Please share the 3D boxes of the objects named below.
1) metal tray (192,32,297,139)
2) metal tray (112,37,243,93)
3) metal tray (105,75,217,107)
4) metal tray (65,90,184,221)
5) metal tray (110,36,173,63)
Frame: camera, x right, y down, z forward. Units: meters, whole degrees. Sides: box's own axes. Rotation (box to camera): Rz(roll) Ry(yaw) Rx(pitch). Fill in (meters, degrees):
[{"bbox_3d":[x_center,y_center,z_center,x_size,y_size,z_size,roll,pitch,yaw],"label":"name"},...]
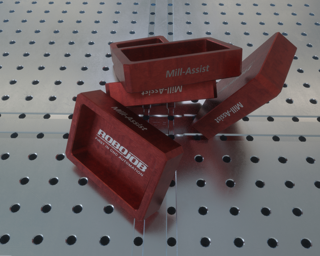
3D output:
[{"bbox_3d":[0.099,-0.048,0.381,0.030,0.129,0.090,39,55,-7],"label":"metal tray"},{"bbox_3d":[0.016,-0.077,0.360,0.131,0.030,0.090,-11,26,-13],"label":"metal tray"},{"bbox_3d":[0.000,-0.047,0.406,0.131,0.090,0.030,-6,95,-3],"label":"metal tray"},{"bbox_3d":[-0.046,0.027,0.340,0.130,0.089,0.030,34,31,25],"label":"metal tray"},{"bbox_3d":[-0.019,-0.099,0.463,0.091,0.030,0.130,-12,35,-12],"label":"metal tray"}]
